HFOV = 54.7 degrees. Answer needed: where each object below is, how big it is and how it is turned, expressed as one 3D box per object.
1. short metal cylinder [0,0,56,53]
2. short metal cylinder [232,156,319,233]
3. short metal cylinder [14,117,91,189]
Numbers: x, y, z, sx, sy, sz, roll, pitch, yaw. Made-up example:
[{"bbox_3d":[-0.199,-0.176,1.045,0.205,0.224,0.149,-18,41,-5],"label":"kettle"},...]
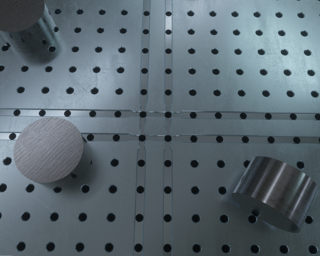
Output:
[{"bbox_3d":[-0.201,-0.158,0.454,0.081,0.050,0.080,0,70,0],"label":"short metal cylinder"},{"bbox_3d":[0.131,0.076,0.356,0.080,0.080,0.050,31,73,10],"label":"short metal cylinder"},{"bbox_3d":[-0.130,0.032,0.385,0.081,0.050,0.080,0,70,0],"label":"short metal cylinder"}]
